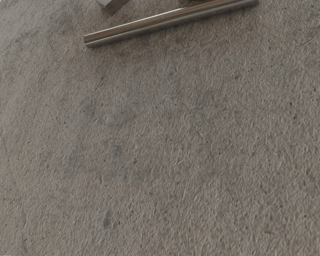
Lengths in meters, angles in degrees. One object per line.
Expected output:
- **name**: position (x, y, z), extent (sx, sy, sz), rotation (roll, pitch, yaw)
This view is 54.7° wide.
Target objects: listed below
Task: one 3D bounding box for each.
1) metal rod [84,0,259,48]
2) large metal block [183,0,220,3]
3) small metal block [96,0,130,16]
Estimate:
- **metal rod**: position (0.005, -0.175, 0.506), extent (0.301, 0.025, 0.025), rotation (-7, 59, 24)
- **large metal block**: position (0.073, -0.255, 0.505), extent (0.080, 0.050, 0.080), rotation (22, 74, 36)
- **small metal block**: position (-0.093, -0.253, 0.606), extent (0.050, 0.025, 0.050), rotation (-43, 51, -2)
